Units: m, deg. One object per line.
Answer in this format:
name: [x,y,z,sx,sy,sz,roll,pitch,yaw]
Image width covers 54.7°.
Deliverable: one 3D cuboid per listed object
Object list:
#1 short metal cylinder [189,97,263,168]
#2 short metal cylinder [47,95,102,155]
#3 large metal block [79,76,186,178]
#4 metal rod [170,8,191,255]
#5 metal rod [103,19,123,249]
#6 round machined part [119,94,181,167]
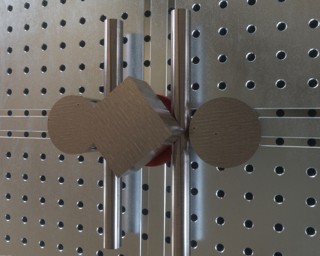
short metal cylinder: [0.080,0.005,0.370,0.080,0.050,0.080,0,90,20]
short metal cylinder: [-0.109,-0.004,0.438,0.080,0.050,0.080,0,90,20]
large metal block: [-0.031,-0.001,0.360,0.080,0.050,0.080,-40,78,15]
metal rod: [0.026,0.007,0.381,0.025,0.025,0.298,0,90,20]
metal rod: [-0.062,0.008,0.412,0.025,0.025,0.298,0,90,20]
round machined part: [-0.014,0.003,0.409,0.098,0.042,0.097,0,90,20]
